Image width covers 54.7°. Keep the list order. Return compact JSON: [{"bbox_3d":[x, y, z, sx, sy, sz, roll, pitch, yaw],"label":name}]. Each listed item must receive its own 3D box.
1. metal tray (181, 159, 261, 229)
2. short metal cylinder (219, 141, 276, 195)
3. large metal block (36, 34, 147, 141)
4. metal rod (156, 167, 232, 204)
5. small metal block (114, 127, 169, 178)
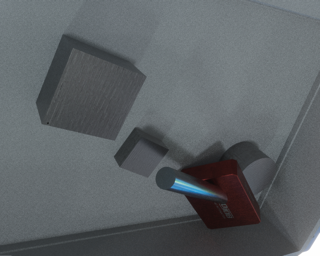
[{"bbox_3d":[0.097,0.109,0.490,0.090,0.030,0.130,-16,127,24],"label":"metal tray"},{"bbox_3d":[0.143,0.069,0.517,0.081,0.050,0.079,-14,125,-21],"label":"short metal cylinder"},{"bbox_3d":[-0.074,-0.040,0.328,0.081,0.050,0.080,16,110,-35],"label":"large metal block"},{"bbox_3d":[0.083,0.098,0.458,0.025,0.025,0.301,-50,145,7],"label":"metal rod"},{"bbox_3d":[-0.025,0.034,0.418,0.050,0.025,0.050,28,103,-38],"label":"small metal block"}]
